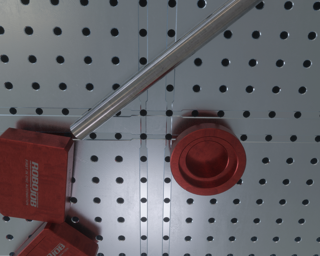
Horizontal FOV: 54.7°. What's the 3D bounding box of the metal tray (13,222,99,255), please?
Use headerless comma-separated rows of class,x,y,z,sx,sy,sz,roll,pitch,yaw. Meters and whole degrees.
metal tray,-0.170,0.205,0.480,0.090,0.030,0.130,40,109,-14

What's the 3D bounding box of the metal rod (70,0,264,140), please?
metal rod,0.007,-0.081,0.383,0.300,0.025,0.025,-36,106,12

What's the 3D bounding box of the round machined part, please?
round machined part,0.062,0.039,0.419,0.099,0.042,0.097,0,110,0

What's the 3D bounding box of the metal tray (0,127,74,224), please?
metal tray,-0.171,0.069,0.426,0.091,0.030,0.129,10,117,-4
